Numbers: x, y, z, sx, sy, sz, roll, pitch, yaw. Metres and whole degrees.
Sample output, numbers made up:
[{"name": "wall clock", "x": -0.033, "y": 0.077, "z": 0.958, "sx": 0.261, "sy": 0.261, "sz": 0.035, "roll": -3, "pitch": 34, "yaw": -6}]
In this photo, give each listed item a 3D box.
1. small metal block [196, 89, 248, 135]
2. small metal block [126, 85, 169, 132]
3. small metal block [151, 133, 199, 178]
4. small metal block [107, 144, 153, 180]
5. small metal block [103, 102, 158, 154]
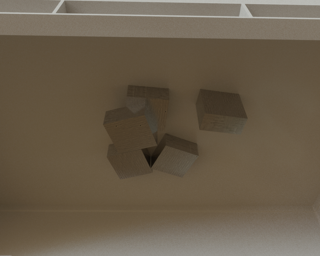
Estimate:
[{"name": "small metal block", "x": 0.073, "y": -0.020, "z": 0.377, "sx": 0.050, "sy": 0.050, "sz": 0.025, "roll": 7, "pitch": 130, "yaw": -6}, {"name": "small metal block", "x": -0.017, "y": -0.024, "z": 0.388, "sx": 0.050, "sy": 0.025, "sz": 0.050, "roll": 4, "pitch": 130, "yaw": -4}, {"name": "small metal block", "x": 0.020, "y": 0.040, "z": 0.444, "sx": 0.050, "sy": 0.025, "sz": 0.050, "roll": 19, "pitch": 128, "yaw": -16}, {"name": "small metal block", "x": -0.042, "y": 0.044, "z": 0.446, "sx": 0.050, "sy": 0.025, "sz": 0.050, "roll": -13, "pitch": 129, "yaw": 10}, {"name": "small metal block", "x": -0.034, "y": 0.001, "z": 0.377, "sx": 0.050, "sy": 0.025, "sz": 0.050, "roll": -13, "pitch": 130, "yaw": 10}]
